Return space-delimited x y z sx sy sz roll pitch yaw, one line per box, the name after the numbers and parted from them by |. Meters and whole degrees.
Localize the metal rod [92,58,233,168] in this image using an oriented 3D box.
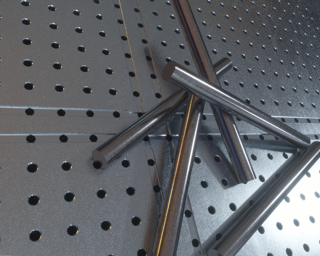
0.024 -0.038 0.445 0.025 0.025 0.302 48 51 5 | metal rod

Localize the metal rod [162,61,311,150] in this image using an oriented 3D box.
0.128 -0.021 0.447 0.302 0.025 0.025 22 52 -33 | metal rod

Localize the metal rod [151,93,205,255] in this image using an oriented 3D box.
0.024 0.060 0.369 0.025 0.025 0.300 24 58 -14 | metal rod

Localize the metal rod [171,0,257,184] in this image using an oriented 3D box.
0.076 -0.065 0.460 0.025 0.025 0.299 -11 77 -33 | metal rod

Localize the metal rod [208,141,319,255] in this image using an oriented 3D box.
0.170 0.092 0.446 0.302 0.025 0.025 -29 78 -38 | metal rod
